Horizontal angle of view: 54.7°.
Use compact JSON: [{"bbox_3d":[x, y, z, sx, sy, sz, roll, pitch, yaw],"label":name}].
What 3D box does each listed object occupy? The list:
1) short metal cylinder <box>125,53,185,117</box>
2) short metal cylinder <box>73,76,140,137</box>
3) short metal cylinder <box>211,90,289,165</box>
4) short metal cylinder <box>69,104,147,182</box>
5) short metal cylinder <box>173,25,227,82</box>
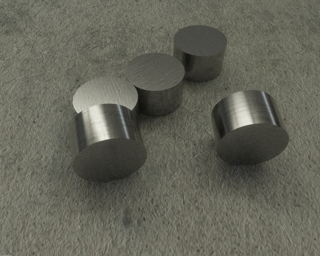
[{"bbox_3d":[-0.007,-0.062,0.439,0.081,0.050,0.080,0,50,0],"label":"short metal cylinder"},{"bbox_3d":[-0.068,-0.022,0.405,0.080,0.050,0.080,0,50,0],"label":"short metal cylinder"},{"bbox_3d":[0.104,0.001,0.367,0.081,0.080,0.050,-1,50,-1],"label":"short metal cylinder"},{"bbox_3d":[-0.060,0.018,0.352,0.081,0.080,0.050,-12,51,-10],"label":"short metal cylinder"},{"bbox_3d":[0.061,-0.117,0.486,0.080,0.050,0.080,0,50,0],"label":"short metal cylinder"}]
